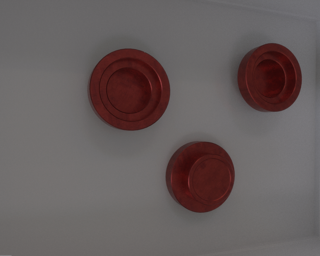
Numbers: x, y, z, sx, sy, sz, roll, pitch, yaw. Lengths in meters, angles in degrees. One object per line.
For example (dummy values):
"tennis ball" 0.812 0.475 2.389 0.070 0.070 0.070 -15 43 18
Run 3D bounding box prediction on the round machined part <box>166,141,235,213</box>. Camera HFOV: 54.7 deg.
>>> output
"round machined part" 0.061 0.068 0.424 0.099 0.042 0.097 0 90 -20

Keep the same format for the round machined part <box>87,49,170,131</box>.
"round machined part" -0.040 -0.046 0.386 0.099 0.042 0.097 0 90 -20

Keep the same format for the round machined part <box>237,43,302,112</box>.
"round machined part" 0.156 -0.072 0.459 0.099 0.042 0.097 0 90 -20
